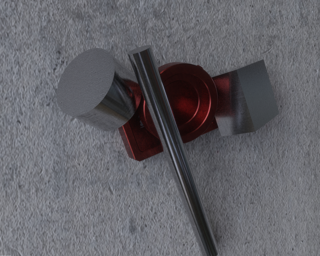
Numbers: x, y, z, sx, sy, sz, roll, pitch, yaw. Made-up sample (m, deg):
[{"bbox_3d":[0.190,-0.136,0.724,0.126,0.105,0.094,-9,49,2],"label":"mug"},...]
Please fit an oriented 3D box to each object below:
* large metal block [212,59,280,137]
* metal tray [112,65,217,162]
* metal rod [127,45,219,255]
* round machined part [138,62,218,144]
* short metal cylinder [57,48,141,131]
[{"bbox_3d":[0.113,-0.042,0.422,0.081,0.050,0.080,-26,100,-45],"label":"large metal block"},{"bbox_3d":[0.008,-0.021,0.411,0.131,0.030,0.090,-22,98,-19],"label":"metal tray"},{"bbox_3d":[0.025,0.048,0.374,0.025,0.025,0.298,-29,117,-18],"label":"metal rod"},{"bbox_3d":[0.018,-0.032,0.383,0.099,0.042,0.097,-7,108,-23],"label":"round machined part"},{"bbox_3d":[-0.068,-0.042,0.350,0.050,0.080,0.080,34,76,-54],"label":"short metal cylinder"}]
